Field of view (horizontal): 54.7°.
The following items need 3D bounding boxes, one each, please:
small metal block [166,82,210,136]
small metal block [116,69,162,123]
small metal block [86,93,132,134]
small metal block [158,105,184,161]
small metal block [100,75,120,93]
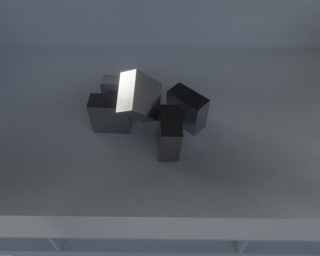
[{"bbox_3d":[0.036,-0.025,0.410,0.050,0.050,0.025,35,58,25],"label":"small metal block"},{"bbox_3d":[-0.024,-0.037,0.377,0.025,0.050,0.050,-5,74,36],"label":"small metal block"},{"bbox_3d":[-0.064,-0.018,0.403,0.050,0.050,0.025,2,50,2],"label":"small metal block"},{"bbox_3d":[0.012,0.007,0.382,0.025,0.050,0.050,1,50,-4],"label":"small metal block"},{"bbox_3d":[-0.052,-0.044,0.422,0.050,0.050,0.025,2,35,2],"label":"small metal block"}]
